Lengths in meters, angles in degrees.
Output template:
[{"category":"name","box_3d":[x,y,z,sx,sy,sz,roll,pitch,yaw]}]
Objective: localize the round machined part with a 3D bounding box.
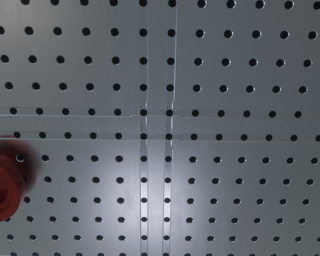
[{"category":"round machined part","box_3d":[-0.236,0.080,0.431,0.099,0.042,0.097,0,110,0]}]
